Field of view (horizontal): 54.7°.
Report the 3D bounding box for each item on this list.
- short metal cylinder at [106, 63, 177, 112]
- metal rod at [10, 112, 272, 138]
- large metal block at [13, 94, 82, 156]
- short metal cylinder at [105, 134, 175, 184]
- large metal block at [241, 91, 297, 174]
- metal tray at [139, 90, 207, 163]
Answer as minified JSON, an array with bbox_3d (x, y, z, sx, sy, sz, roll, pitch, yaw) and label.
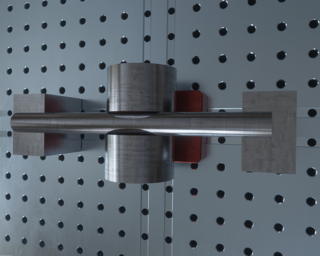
[{"bbox_3d":[-0.021,-0.043,0.359,0.080,0.080,0.050,1,91,20],"label":"short metal cylinder"},{"bbox_3d":[-0.037,-0.005,0.340,0.301,0.025,0.025,1,90,19],"label":"metal rod"},{"bbox_3d":[-0.156,-0.004,0.437,0.050,0.080,0.080,1,90,20],"label":"large metal block"},{"bbox_3d":[-0.023,0.032,0.360,0.080,0.080,0.050,1,91,20],"label":"short metal cylinder"},{"bbox_3d":[0.120,0.004,0.340,0.050,0.080,0.080,1,90,20],"label":"large metal block"},{"bbox_3d":[-0.005,-0.003,0.412,0.130,0.030,0.089,2,91,19],"label":"metal tray"}]
